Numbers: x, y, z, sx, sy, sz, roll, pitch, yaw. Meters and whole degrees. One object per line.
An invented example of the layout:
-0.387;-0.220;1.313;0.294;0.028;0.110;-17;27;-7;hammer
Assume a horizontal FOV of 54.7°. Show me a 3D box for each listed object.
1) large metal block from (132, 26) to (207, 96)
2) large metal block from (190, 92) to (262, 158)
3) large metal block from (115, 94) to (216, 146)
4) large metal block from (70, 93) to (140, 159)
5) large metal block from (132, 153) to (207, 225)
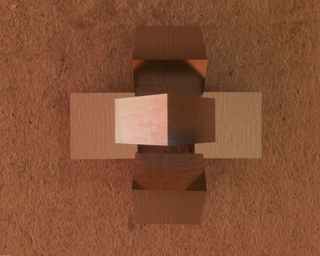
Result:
0.011;-0.083;0.378;0.081;0.080;0.050;0;134;0;large metal block
0.082;-0.004;0.397;0.081;0.050;0.079;0;90;-1;large metal block
0.006;-0.008;0.351;0.080;0.081;0.050;0;90;44;large metal block
-0.068;-0.003;0.398;0.081;0.050;0.079;0;90;-1;large metal block
0.010;0.076;0.378;0.081;0.080;0.050;1;47;0;large metal block
